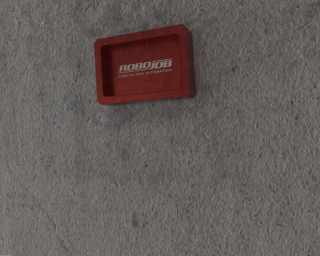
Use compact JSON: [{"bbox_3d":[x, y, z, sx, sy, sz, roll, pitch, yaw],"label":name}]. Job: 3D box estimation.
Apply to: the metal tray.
[{"bbox_3d":[-0.022,-0.080,0.413,0.130,0.030,0.089,-4,89,19],"label":"metal tray"}]
